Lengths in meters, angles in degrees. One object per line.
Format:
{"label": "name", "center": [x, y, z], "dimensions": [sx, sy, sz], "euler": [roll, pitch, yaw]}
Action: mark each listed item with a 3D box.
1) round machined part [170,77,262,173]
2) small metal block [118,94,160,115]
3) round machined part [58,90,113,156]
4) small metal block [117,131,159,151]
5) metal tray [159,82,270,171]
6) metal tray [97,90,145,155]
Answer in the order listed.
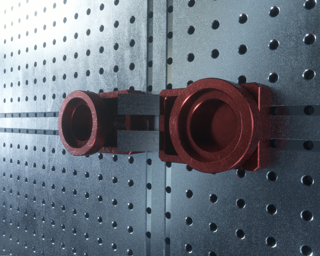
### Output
{"label": "round machined part", "center": [0.061, -0.003, 0.331], "dimensions": [0.098, 0.042, 0.097], "euler": [0, 90, 40]}
{"label": "small metal block", "center": [-0.028, -0.029, 0.398], "dimensions": [0.050, 0.050, 0.025], "euler": [-172, 82, -84]}
{"label": "round machined part", "center": [-0.110, -0.007, 0.473], "dimensions": [0.098, 0.042, 0.097], "euler": [0, 90, 40]}
{"label": "small metal block", "center": [-0.028, 0.015, 0.397], "dimensions": [0.050, 0.050, 0.025], "euler": [-172, 82, -84]}
{"label": "metal tray", "center": [0.058, -0.002, 0.359], "dimensions": [0.130, 0.030, 0.089], "euler": [1, 91, 40]}
{"label": "metal tray", "center": [-0.081, -0.008, 0.474], "dimensions": [0.130, 0.030, 0.089], "euler": [-1, 92, 40]}
